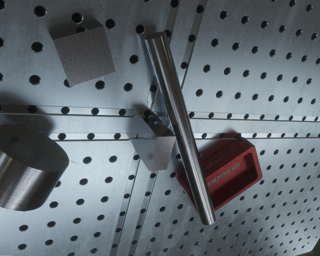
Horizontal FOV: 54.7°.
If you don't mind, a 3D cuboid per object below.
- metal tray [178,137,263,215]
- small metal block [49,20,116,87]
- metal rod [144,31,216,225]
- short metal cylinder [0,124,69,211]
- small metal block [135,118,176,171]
[{"bbox_3d":[0.104,0.084,0.516,0.131,0.030,0.090,-33,129,-7],"label":"metal tray"},{"bbox_3d":[-0.079,-0.077,0.320,0.050,0.025,0.050,-22,127,-15],"label":"small metal block"},{"bbox_3d":[0.036,0.021,0.418,0.025,0.025,0.298,-26,120,-13],"label":"metal rod"},{"bbox_3d":[-0.144,0.039,0.321,0.080,0.080,0.050,25,105,-37],"label":"short metal cylinder"},{"bbox_3d":[-0.007,0.020,0.403,0.025,0.050,0.050,-1,119,-28],"label":"small metal block"}]
